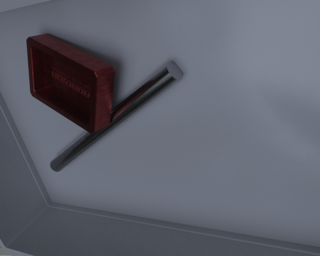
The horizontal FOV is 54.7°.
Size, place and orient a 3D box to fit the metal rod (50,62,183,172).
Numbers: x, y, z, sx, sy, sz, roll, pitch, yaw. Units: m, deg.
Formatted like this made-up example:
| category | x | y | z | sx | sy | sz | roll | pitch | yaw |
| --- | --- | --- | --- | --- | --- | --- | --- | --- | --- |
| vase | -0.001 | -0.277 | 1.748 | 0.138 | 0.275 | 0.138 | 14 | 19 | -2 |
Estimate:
| category | x | y | z | sx | sy | sz | roll | pitch | yaw |
| --- | --- | --- | --- | --- | --- | --- | --- | --- | --- |
| metal rod | -0.081 | -0.001 | 0.449 | 0.299 | 0.025 | 0.025 | -34 | 100 | 38 |

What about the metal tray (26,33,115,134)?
| category | x | y | z | sx | sy | sz | roll | pitch | yaw |
| --- | --- | --- | --- | --- | --- | --- | --- | --- | --- |
| metal tray | -0.121 | -0.060 | 0.412 | 0.130 | 0.030 | 0.089 | 29 | 128 | 24 |
